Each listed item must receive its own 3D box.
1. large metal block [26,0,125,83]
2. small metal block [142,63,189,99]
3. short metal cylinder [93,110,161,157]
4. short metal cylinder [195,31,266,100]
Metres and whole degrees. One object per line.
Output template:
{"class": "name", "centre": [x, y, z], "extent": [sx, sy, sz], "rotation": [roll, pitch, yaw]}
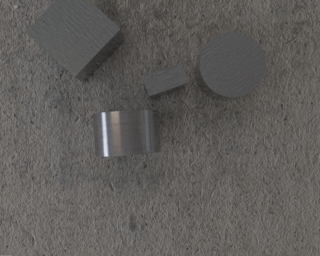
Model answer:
{"class": "large metal block", "centre": [-0.104, -0.117, 0.397], "extent": [0.080, 0.050, 0.080], "rotation": [43, 90, 0]}
{"class": "small metal block", "centre": [0.007, -0.058, 0.398], "extent": [0.050, 0.050, 0.025], "rotation": [-20, 90, 0]}
{"class": "short metal cylinder", "centre": [-0.041, 0.006, 0.382], "extent": [0.080, 0.080, 0.050], "rotation": [-4, 90, 0]}
{"class": "short metal cylinder", "centre": [0.088, -0.077, 0.398], "extent": [0.081, 0.050, 0.080], "rotation": [0, 90, 0]}
